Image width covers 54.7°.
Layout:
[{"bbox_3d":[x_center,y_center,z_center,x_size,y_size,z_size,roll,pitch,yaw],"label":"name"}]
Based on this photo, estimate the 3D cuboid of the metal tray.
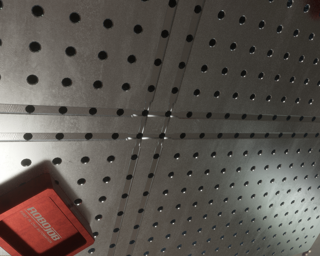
[{"bbox_3d":[-0.154,0.129,0.404,0.090,0.030,0.129,-29,129,-10],"label":"metal tray"}]
